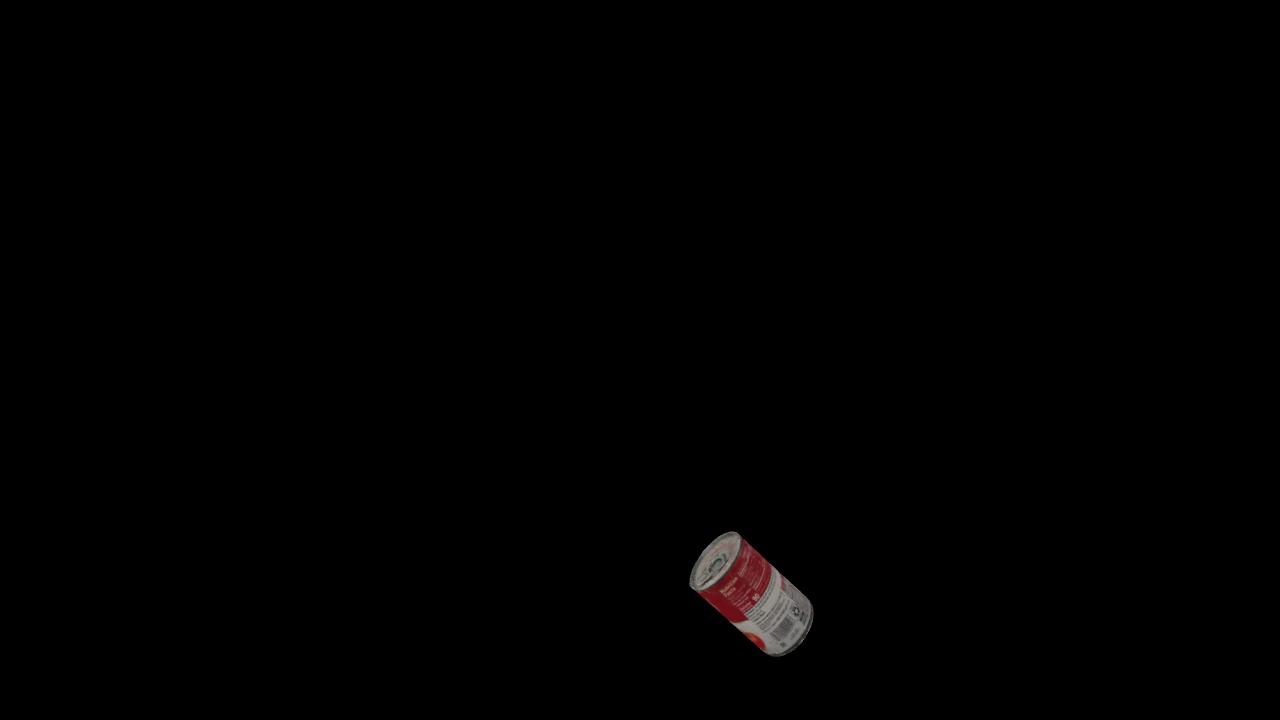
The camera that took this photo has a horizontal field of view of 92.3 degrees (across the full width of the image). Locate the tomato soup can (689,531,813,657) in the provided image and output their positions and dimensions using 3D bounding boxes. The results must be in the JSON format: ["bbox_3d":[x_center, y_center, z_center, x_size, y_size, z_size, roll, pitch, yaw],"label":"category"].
[{"bbox_3d":[0.106,0.222,0.584,0.101,0.068,0.068,43,-7,-7],"label":"tomato soup can"}]
